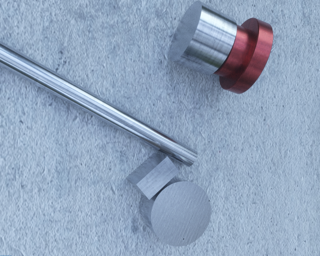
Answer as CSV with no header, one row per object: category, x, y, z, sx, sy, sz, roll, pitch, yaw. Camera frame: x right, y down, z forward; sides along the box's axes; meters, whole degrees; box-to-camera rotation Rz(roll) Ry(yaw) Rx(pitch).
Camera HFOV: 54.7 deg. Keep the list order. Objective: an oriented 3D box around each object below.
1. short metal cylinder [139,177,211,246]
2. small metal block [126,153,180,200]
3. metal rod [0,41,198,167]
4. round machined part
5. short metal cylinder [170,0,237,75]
short metal cylinder,0.019,0.105,0.403,0.081,0.050,0.079,0,90,-20
small metal block,-0.010,0.059,0.392,0.050,0.050,0.025,-41,103,-15
metal rod,-0.081,-0.028,0.378,0.301,0.025,0.025,29,80,-18
round machined part,0.101,-0.098,0.408,0.042,0.098,0.098,17,84,-12
short metal cylinder,0.053,-0.114,0.399,0.050,0.080,0.080,19,84,-19
